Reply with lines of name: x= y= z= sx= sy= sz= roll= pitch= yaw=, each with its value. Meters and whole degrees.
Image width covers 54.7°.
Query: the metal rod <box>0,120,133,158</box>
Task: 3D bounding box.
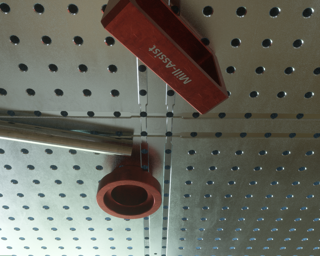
metal rod: x=-0.187 y=0.006 z=0.414 sx=0.302 sy=0.025 sz=0.025 roll=9 pitch=130 yaw=-8

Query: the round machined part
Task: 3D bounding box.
round machined part: x=-0.047 y=0.096 z=0.482 sx=0.099 sy=0.042 sz=0.097 roll=0 pitch=130 yaw=0

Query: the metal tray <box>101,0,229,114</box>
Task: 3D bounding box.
metal tray: x=0.009 y=-0.082 z=0.298 sx=0.030 sy=0.090 sz=0.130 roll=-37 pitch=121 yaw=27
